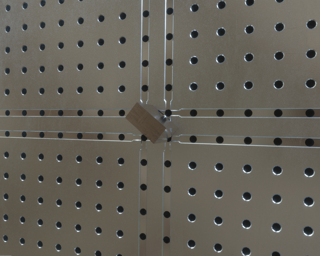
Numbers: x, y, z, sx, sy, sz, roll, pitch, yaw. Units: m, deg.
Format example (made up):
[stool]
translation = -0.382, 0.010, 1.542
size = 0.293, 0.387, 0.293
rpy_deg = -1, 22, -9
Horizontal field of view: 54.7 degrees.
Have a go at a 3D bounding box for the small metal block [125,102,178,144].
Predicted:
[small metal block]
translation = -0.010, -0.006, 0.402
size = 0.050, 0.050, 0.025
rpy_deg = 42, 103, 15
